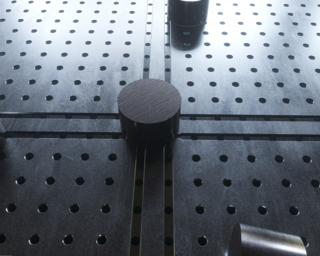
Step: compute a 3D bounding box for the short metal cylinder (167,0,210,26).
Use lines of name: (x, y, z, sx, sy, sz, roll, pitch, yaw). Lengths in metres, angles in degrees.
short metal cylinder: (0.054, -0.239, 0.593, 0.081, 0.050, 0.080, 0, 50, 0)

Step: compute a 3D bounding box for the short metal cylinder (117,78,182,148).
short metal cylinder: (-0.013, -0.020, 0.408, 0.081, 0.050, 0.080, 1, 50, 0)

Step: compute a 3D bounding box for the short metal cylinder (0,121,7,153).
short metal cylinder: (-0.242, 0.005, 0.384, 0.081, 0.050, 0.080, 0, 50, 0)

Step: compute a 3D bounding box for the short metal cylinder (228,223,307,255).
short metal cylinder: (0.087, 0.127, 0.266, 0.050, 0.080, 0.080, 10, 51, 8)
